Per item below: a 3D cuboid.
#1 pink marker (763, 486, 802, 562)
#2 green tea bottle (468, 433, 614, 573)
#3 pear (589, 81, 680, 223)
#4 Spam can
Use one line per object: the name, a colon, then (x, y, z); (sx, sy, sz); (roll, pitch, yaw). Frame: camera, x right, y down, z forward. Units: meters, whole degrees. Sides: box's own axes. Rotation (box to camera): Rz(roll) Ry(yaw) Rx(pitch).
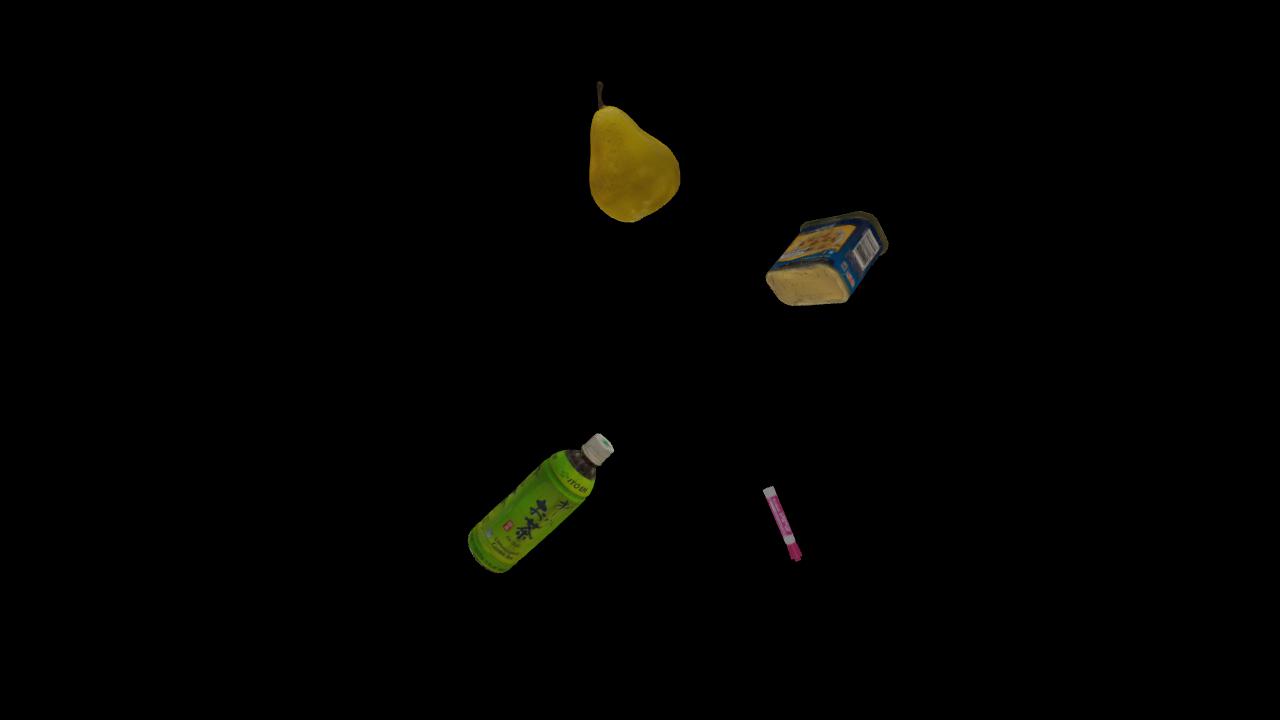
pink marker: (0.229, 0.262, 0.984); (0.020, 0.121, 0.020); (-20, -14, -5)
green tea bottle: (-0.116, 0.170, 0.753); (0.212, 0.073, 0.073); (-44, -7, 8)
pear: (-0.018, -0.174, 0.523); (0.080, 0.111, 0.080); (-33, 18, 12)
Spam can: (0.198, -0.106, 0.660); (0.085, 0.058, 0.101); (-49, 25, -23)
